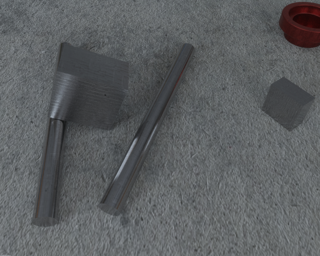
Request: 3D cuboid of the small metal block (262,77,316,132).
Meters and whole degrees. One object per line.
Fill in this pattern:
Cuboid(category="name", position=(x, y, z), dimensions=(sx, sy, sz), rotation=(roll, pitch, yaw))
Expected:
Cuboid(category="small metal block", position=(0.171, -0.032, 0.416), dimensions=(0.025, 0.050, 0.050), rotation=(-30, 56, -23))

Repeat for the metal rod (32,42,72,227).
Cuboid(category="metal rod", position=(-0.137, -0.017, 0.415), dimensions=(0.025, 0.025, 0.300), rotation=(-5, 50, -5))

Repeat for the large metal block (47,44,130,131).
Cuboid(category="large metal block", position=(-0.090, -0.048, 0.391), dimensions=(0.081, 0.079, 0.050), rotation=(13, 48, -18))

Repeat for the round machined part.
Cuboid(category="round machined part", position=(0.259, -0.178, 0.545), dimensions=(0.099, 0.042, 0.098), rotation=(0, 50, 0))

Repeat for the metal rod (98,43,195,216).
Cuboid(category="metal rod", position=(-0.004, -0.021, 0.420), dimensions=(0.025, 0.025, 0.301), rotation=(15, 51, 12))
